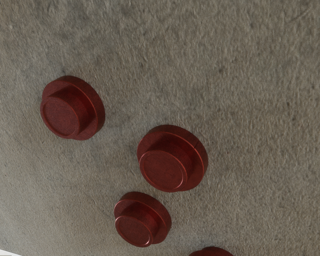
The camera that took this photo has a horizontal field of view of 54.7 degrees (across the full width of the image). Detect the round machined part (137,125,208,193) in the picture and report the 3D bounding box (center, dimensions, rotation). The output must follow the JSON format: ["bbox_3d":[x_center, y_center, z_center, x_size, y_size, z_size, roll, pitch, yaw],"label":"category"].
[{"bbox_3d":[0.012,0.048,0.418,0.098,0.042,0.097,13,124,20],"label":"round machined part"}]

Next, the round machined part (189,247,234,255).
[{"bbox_3d":[0.088,0.228,0.489,0.098,0.042,0.097,13,124,20],"label":"round machined part"}]

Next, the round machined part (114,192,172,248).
[{"bbox_3d":[-0.034,0.156,0.509,0.098,0.042,0.097,13,124,20],"label":"round machined part"}]

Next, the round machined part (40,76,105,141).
[{"bbox_3d":[-0.133,-0.023,0.449,0.098,0.042,0.097,13,124,20],"label":"round machined part"}]
